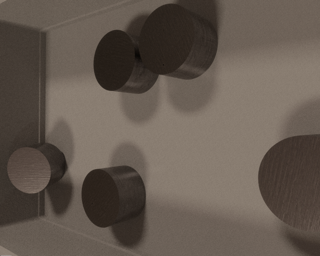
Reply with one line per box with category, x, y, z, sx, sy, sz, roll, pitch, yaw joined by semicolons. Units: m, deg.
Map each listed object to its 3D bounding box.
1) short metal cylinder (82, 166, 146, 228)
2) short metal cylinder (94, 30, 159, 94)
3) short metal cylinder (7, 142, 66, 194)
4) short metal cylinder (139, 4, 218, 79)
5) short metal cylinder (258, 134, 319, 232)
short metal cylinder;-0.067;0.096;0.443;0.080;0.050;0.079;0;90;39
short metal cylinder;-0.046;-0.089;0.426;0.080;0.050;0.079;0;90;39
short metal cylinder;-0.215;0.068;0.543;0.080;0.050;0.079;1;96;11
short metal cylinder;0.021;-0.101;0.371;0.080;0.050;0.079;0;90;39
short metal cylinder;0.137;0.046;0.277;0.080;0.050;0.079;0;90;39
